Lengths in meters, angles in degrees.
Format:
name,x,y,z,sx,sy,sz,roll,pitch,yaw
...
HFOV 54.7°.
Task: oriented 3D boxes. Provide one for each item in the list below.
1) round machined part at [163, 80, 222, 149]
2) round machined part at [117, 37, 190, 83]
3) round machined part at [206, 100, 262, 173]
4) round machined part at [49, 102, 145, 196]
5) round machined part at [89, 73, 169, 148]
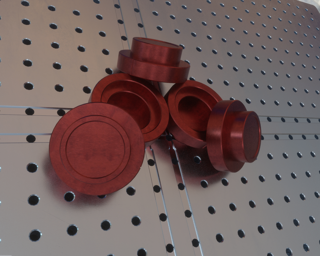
name,x,y,z,sx,sy,sz,roll,pitch,yaw
round machined part,0.045,-0.015,0.432,0.099,0.042,0.098,14,56,-21
round machined part,-0.007,-0.096,0.421,0.099,0.042,0.098,11,21,-4
round machined part,0.104,0.011,0.414,0.099,0.042,0.097,-3,94,-53
round machined part,-0.064,0.021,0.321,0.099,0.042,0.097,0,89,-6
round machined part,-0.042,-0.016,0.385,0.099,0.042,0.098,14,56,-21
